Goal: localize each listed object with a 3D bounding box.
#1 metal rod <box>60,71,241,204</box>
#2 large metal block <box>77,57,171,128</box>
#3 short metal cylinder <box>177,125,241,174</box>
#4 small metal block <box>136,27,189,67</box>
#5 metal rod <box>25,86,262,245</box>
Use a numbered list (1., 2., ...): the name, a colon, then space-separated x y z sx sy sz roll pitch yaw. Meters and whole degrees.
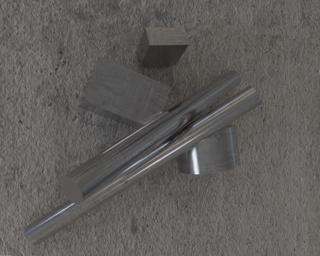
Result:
1. metal rod: 0.020 -0.012 0.343 0.302 0.025 0.025 -34 103 -46
2. large metal block: -0.045 -0.036 0.363 0.080 0.080 0.050 22 83 -19
3. short metal cylinder: 0.061 0.026 0.403 0.081 0.080 0.050 -9 93 -20
4. small metal block: 0.002 -0.102 0.394 0.050 0.050 0.025 -7 73 -20
5. metal rod: -0.020 0.043 0.352 0.301 0.025 0.025 -32 102 2
